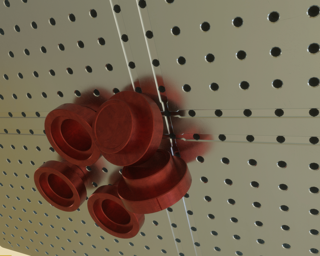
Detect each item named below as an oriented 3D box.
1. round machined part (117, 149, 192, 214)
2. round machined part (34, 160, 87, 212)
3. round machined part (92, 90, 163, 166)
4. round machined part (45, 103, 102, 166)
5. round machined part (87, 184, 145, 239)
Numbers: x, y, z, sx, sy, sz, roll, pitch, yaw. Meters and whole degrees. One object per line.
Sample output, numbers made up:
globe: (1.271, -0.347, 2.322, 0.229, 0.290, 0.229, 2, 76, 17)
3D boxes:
round machined part: (-0.011, 0.063, 0.409, 0.098, 0.098, 0.042, -6, 118, 31)
round machined part: (-0.170, 0.098, 0.552, 0.098, 0.042, 0.097, 13, 124, 21)
round machined part: (-0.048, 0.000, 0.395, 0.098, 0.042, 0.098, -5, 81, 34)
round machined part: (-0.121, 0.006, 0.468, 0.098, 0.042, 0.097, 13, 124, 20)
round machined part: (-0.069, 0.134, 0.520, 0.098, 0.042, 0.097, 13, 124, 21)
